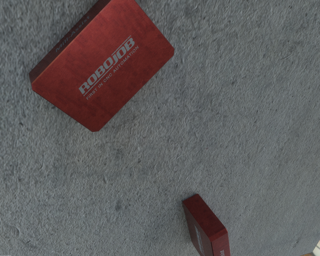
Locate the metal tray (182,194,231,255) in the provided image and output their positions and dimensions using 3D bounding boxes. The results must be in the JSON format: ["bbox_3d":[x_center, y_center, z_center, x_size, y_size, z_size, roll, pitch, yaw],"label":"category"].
[{"bbox_3d":[0.080,0.185,0.522,0.030,0.090,0.129,-24,128,-13],"label":"metal tray"}]

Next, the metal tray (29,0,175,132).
[{"bbox_3d":[-0.059,-0.068,0.329,0.130,0.030,0.090,-45,129,3],"label":"metal tray"}]
